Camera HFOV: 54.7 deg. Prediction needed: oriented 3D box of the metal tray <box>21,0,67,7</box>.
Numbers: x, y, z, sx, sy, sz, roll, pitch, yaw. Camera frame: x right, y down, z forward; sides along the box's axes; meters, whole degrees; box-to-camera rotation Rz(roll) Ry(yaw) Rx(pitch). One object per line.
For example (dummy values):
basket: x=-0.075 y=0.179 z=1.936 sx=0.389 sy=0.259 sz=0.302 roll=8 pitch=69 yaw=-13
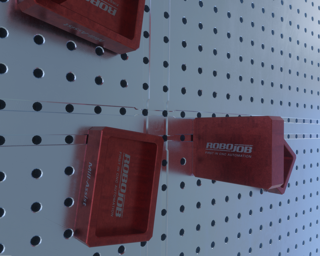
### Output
metal tray: x=-0.100 y=-0.186 z=0.281 sx=0.030 sy=0.090 sz=0.129 roll=-7 pitch=95 yaw=-47

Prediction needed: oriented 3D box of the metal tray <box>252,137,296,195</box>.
metal tray: x=0.205 y=0.055 z=0.581 sx=0.130 sy=0.030 sz=0.090 roll=43 pitch=64 yaw=-32

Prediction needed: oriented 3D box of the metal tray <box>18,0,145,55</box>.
metal tray: x=-0.075 y=-0.144 z=0.333 sx=0.131 sy=0.030 sz=0.090 roll=14 pitch=79 yaw=-46

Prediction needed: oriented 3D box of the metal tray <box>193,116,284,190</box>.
metal tray: x=0.103 y=0.030 z=0.430 sx=0.030 sy=0.130 sz=0.089 roll=1 pitch=90 yaw=-41

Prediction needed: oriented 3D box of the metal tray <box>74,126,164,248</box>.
metal tray: x=-0.045 y=0.068 z=0.369 sx=0.091 sy=0.030 sz=0.129 roll=12 pitch=83 yaw=-40
